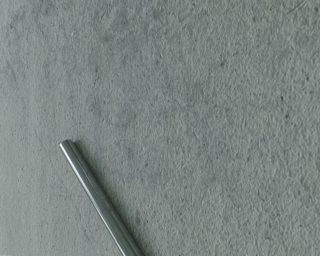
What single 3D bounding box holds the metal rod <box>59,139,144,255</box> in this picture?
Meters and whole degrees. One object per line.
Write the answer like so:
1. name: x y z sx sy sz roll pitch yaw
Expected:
1. metal rod: -0.077 0.131 0.466 0.300 0.025 0.025 50 119 27
